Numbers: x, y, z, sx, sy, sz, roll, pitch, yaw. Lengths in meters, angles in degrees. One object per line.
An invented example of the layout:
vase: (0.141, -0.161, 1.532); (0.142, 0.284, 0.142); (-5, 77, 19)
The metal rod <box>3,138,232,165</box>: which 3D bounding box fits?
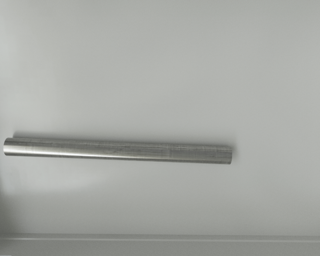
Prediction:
metal rod: (-0.055, 0.031, 0.422); (0.302, 0.025, 0.025); (2, 110, -1)
